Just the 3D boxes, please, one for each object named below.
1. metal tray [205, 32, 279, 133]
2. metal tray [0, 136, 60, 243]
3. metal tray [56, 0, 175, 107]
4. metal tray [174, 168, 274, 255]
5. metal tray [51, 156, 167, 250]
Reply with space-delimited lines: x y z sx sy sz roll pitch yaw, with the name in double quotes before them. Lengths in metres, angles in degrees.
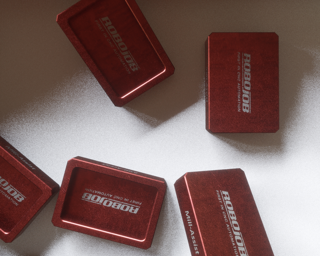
"metal tray" 0.107 -0.058 0.410 0.091 0.030 0.129 0 90 -1
"metal tray" -0.212 0.073 0.406 0.130 0.030 0.090 40 90 -1
"metal tray" -0.052 -0.103 0.387 0.090 0.030 0.130 -33 109 0
"metal tray" 0.076 0.115 0.365 0.091 0.030 0.130 0 61 -27
"metal tray" -0.064 0.097 0.408 0.131 0.030 0.089 15 90 -1
